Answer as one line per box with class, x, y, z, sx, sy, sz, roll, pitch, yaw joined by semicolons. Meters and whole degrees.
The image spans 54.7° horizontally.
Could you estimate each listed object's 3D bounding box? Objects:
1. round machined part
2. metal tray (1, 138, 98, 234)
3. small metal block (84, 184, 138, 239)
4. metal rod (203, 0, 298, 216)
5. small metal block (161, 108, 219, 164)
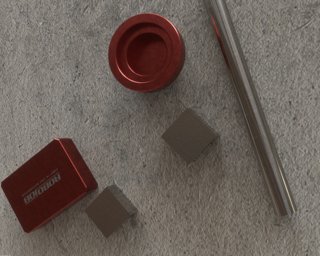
round machined part;-0.014;-0.094;0.404;0.098;0.042;0.097;0;90;19
metal tray;-0.168;0.086;0.464;0.130;0.030;0.090;-36;79;16
small metal block;-0.068;0.115;0.432;0.050;0.025;0.050;46;104;14
metal rod;0.102;-0.045;0.372;0.025;0.025;0.299;-19;84;19
small metal block;0.039;0.010;0.395;0.050;0.025;0.050;45;104;14
